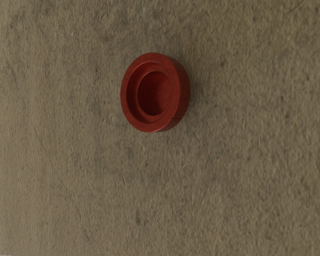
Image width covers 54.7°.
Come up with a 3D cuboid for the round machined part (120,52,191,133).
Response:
[{"bbox_3d":[-0.001,-0.043,0.393,0.098,0.042,0.097,0,90,39],"label":"round machined part"}]
